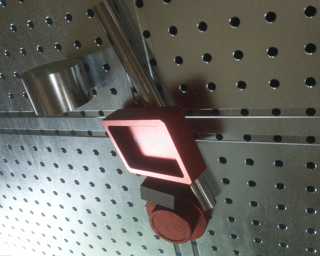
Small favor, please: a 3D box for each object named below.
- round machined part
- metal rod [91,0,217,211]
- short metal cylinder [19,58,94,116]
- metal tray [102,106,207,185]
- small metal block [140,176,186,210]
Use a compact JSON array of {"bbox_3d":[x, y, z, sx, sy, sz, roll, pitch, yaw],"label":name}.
[{"bbox_3d":[0.023,0.137,0.472,0.098,0.042,0.097,13,124,20],"label":"round machined part"},{"bbox_3d":[0.001,-0.017,0.398,0.025,0.025,0.299,-17,110,34],"label":"metal rod"},{"bbox_3d":[-0.135,-0.056,0.410,0.080,0.080,0.050,1,119,27],"label":"short metal cylinder"},{"bbox_3d":[-0.012,0.020,0.396,0.130,0.030,0.090,1,123,49],"label":"metal tray"},{"bbox_3d":[0.006,0.083,0.442,0.050,0.050,0.025,13,124,20],"label":"small metal block"}]
